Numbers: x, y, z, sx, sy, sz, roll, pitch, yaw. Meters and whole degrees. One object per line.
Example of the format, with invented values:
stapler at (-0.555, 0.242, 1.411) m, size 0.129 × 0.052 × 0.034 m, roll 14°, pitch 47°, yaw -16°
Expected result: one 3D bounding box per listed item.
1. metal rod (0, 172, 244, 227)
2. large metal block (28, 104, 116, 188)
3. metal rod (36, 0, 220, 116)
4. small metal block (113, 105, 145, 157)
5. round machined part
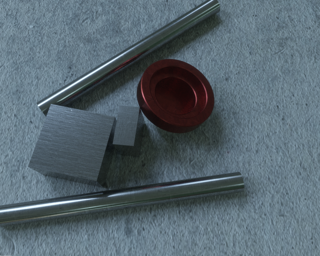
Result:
metal rod at (-0.049, 0.086, 0.375) m, size 0.302 × 0.025 × 0.025 m, roll -7°, pitch 70°, yaw -3°
large metal block at (-0.102, 0.023, 0.385) m, size 0.080 × 0.050 × 0.080 m, roll 11°, pitch 70°, yaw 4°
metal rod at (-0.036, -0.107, 0.446) m, size 0.301 × 0.025 × 0.025 m, roll -34°, pitch 74°, yaw -12°
small metal block at (-0.038, 0.005, 0.392) m, size 0.025 × 0.050 × 0.050 m, roll 5°, pitch 70°, yaw 7°
round machined part at (0.017, -0.038, 0.403) m, size 0.099 × 0.042 × 0.098 m, roll 9°, pitch 63°, yaw -17°
